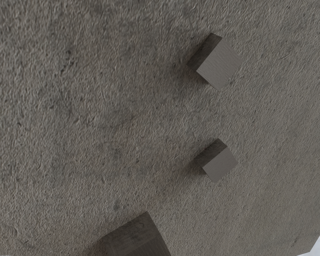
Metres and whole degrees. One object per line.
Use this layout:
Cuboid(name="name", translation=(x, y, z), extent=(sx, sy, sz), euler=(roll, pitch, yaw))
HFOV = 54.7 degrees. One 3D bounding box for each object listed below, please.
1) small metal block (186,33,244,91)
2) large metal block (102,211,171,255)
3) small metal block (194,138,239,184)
Cuboid(name="small metal block", translation=(0.071, -0.084, 0.396), extent=(0.050, 0.025, 0.050), euler=(32, 100, -39))
Cuboid(name="large metal block", translation=(-0.034, 0.193, 0.493), extent=(0.080, 0.050, 0.080), euler=(-28, 128, -11))
Cuboid(name="small metal block", translation=(0.090, 0.053, 0.491), extent=(0.050, 0.025, 0.050), euler=(-40, 130, -2))
